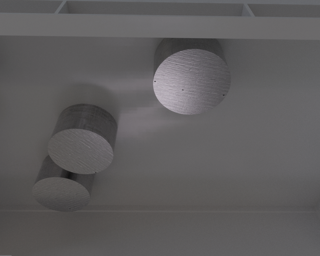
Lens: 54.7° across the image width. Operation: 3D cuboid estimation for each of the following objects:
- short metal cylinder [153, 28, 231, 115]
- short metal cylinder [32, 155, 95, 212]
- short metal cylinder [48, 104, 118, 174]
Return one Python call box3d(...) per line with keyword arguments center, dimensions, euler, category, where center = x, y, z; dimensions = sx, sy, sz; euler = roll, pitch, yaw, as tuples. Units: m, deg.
box3d(center=(0.033, -0.061, 0.341), dimensions=(0.081, 0.050, 0.079), euler=(0, 130, 0), category="short metal cylinder")
box3d(center=(-0.140, 0.080, 0.459), dimensions=(0.081, 0.050, 0.079), euler=(0, 130, 0), category="short metal cylinder")
box3d(center=(-0.098, 0.015, 0.404), dimensions=(0.081, 0.050, 0.079), euler=(0, 130, 0), category="short metal cylinder")
